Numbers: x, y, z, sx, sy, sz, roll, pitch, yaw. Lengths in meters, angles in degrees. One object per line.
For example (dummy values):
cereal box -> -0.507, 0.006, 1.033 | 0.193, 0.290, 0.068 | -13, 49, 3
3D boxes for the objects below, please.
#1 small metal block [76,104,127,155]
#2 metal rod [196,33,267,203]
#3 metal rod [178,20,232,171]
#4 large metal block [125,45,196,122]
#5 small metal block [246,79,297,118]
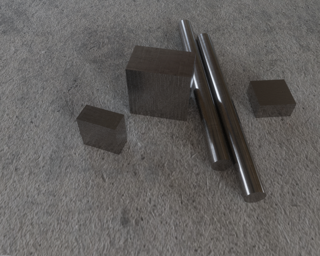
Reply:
small metal block -> -0.070, 0.003, 0.384 | 0.050, 0.050, 0.025 | 15, 52, 12
metal rod -> 0.089, -0.038, 0.436 | 0.025, 0.025, 0.300 | -4, 50, -4
metal rod -> 0.059, -0.070, 0.462 | 0.025, 0.025, 0.300 | -4, 50, -4
large metal block -> 0.002, -0.059, 0.417 | 0.080, 0.080, 0.050 | 9, 51, 7
small metal block -> 0.157, -0.042, 0.441 | 0.050, 0.025, 0.050 | -3, 50, -3
